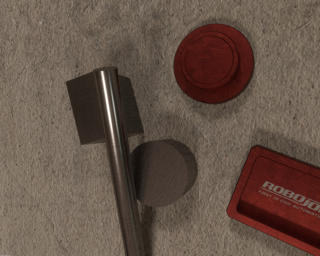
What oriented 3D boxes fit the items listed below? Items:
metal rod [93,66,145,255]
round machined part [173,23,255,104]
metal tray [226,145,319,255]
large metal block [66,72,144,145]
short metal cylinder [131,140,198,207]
[{"bbox_3d":[-0.041,0.078,0.367,0.025,0.025,0.298,2,112,19],"label":"metal rod"},{"bbox_3d":[0.063,-0.079,0.377,0.098,0.042,0.097,0,90,19],"label":"round machined part"},{"bbox_3d":[0.153,0.083,0.352,0.130,0.030,0.089,22,97,18],"label":"metal tray"},{"bbox_3d":[-0.068,-0.025,0.403,0.050,0.080,0.080,-17,85,19],"label":"large metal block"},{"bbox_3d":[0.003,0.055,0.394,0.080,0.050,0.079,0,90,19],"label":"short metal cylinder"}]
